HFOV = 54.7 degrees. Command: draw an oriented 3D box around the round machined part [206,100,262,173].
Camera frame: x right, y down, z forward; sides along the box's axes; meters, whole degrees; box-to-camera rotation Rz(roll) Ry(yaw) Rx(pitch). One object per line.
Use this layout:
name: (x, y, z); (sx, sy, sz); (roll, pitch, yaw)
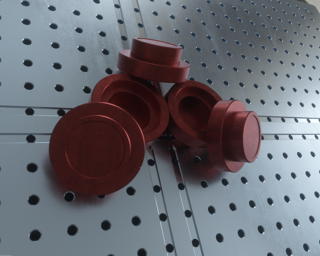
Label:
round machined part: (0.104, 0.011, 0.414); (0.099, 0.042, 0.097); (-3, 94, -53)

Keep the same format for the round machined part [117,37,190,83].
round machined part: (-0.007, -0.096, 0.421); (0.099, 0.042, 0.098); (11, 21, -4)

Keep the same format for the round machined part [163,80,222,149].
round machined part: (0.045, -0.015, 0.432); (0.099, 0.042, 0.098); (14, 56, -21)

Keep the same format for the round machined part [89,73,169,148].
round machined part: (-0.042, -0.016, 0.385); (0.099, 0.042, 0.098); (14, 56, -21)

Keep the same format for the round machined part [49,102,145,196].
round machined part: (-0.064, 0.021, 0.321); (0.099, 0.042, 0.097); (0, 89, -6)
